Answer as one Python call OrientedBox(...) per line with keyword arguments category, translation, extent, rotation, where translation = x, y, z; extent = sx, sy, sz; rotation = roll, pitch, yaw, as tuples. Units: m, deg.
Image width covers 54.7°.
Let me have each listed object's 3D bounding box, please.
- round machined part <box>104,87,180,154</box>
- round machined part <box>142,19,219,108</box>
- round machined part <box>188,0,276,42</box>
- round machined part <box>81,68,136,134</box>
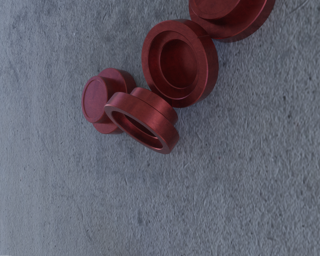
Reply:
OrientedBox(category="round machined part", translation=(-0.017, -0.013, 0.384), extent=(0.098, 0.098, 0.042), rotation=(21, 69, 38))
OrientedBox(category="round machined part", translation=(0.027, -0.076, 0.359), extent=(0.098, 0.042, 0.097), rotation=(22, 123, 38))
OrientedBox(category="round machined part", translation=(0.071, -0.146, 0.335), extent=(0.098, 0.042, 0.097), rotation=(0, 90, 40))
OrientedBox(category="round machined part", translation=(-0.079, -0.040, 0.453), extent=(0.098, 0.042, 0.097), rotation=(-4, 85, 46))
